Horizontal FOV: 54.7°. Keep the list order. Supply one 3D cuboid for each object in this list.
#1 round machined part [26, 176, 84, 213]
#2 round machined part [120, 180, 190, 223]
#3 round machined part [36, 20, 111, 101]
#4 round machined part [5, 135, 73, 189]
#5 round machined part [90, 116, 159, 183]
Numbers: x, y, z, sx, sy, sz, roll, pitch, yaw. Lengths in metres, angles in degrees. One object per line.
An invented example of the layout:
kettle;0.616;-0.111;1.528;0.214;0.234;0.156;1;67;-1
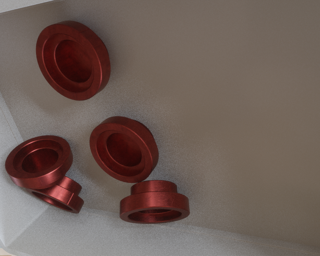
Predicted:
round machined part;-0.176;0.109;0.539;0.098;0.042;0.098;18;153;10
round machined part;-0.008;0.106;0.445;0.099;0.042;0.098;-3;151;-1
round machined part;-0.105;-0.088;0.397;0.098;0.042;0.097;13;124;20
round machined part;-0.189;0.059;0.496;0.098;0.098;0.042;13;132;20
round machined part;-0.046;0.026;0.437;0.098;0.042;0.097;13;124;20
